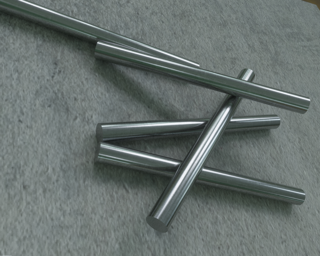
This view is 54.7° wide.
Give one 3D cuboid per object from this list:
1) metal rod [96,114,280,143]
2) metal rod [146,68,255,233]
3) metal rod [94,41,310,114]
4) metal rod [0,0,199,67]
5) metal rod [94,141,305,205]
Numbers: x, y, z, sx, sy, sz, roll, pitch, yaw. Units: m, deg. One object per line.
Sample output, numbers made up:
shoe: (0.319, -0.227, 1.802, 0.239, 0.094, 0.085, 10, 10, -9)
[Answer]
metal rod: (0.059, -0.002, 0.438, 0.303, 0.025, 0.025, -4, 64, -30)
metal rod: (0.069, 0.006, 0.405, 0.025, 0.025, 0.301, 40, 51, -2)
metal rod: (0.060, -0.070, 0.432, 0.302, 0.025, 0.025, 15, 54, -2)
metal rod: (-0.081, -0.128, 0.439, 0.302, 0.025, 0.025, 15, 56, -20)
metal rod: (0.066, 0.064, 0.402, 0.302, 0.025, 0.025, 15, 56, -20)
